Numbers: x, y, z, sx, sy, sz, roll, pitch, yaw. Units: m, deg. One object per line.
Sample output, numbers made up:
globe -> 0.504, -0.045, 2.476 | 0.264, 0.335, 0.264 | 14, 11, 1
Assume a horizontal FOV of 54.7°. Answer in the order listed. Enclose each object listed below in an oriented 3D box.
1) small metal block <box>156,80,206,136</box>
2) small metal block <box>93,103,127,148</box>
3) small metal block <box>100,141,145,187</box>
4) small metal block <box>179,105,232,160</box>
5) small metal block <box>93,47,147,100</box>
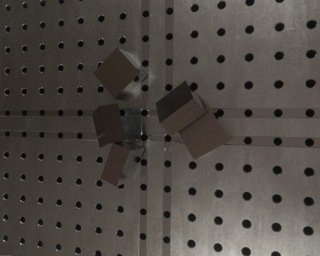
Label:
small metal block -> 0.024, -0.026, 0.388 | 0.050, 0.050, 0.025 | -36, 120, 16
small metal block -> -0.070, -0.002, 0.421 | 0.025, 0.050, 0.050 | -12, 84, -24
small metal block -> -0.049, 0.046, 0.415 | 0.025, 0.050, 0.050 | 23, 98, 18
small metal block -> 0.055, 0.006, 0.393 | 0.050, 0.025, 0.050 | -32, 80, 17
small metal block -> -0.056, -0.075, 0.431 | 0.050, 0.025, 0.050 | -44, 77, 14
